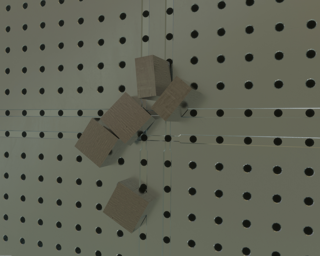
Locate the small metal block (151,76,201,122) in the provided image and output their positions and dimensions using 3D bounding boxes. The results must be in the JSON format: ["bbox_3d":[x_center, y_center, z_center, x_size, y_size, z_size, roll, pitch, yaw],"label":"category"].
[{"bbox_3d":[0.022,-0.035,0.391,0.025,0.050,0.050,43,103,14],"label":"small metal block"}]

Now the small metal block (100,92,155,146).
[{"bbox_3d":[-0.043,-0.012,0.422,0.050,0.025,0.050,44,91,14],"label":"small metal block"}]

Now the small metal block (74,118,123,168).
[{"bbox_3d":[-0.085,0.020,0.441,0.050,0.025,0.050,37,102,16],"label":"small metal block"}]

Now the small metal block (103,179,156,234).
[{"bbox_3d":[-0.042,0.106,0.426,0.050,0.025,0.050,31,100,17],"label":"small metal block"}]

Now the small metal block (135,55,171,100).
[{"bbox_3d":[-0.007,-0.063,0.400,0.025,0.050,0.050,-6,88,25],"label":"small metal block"}]
